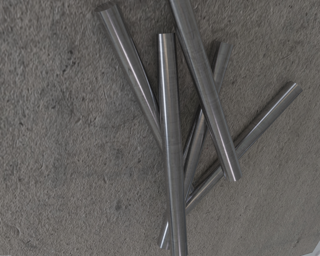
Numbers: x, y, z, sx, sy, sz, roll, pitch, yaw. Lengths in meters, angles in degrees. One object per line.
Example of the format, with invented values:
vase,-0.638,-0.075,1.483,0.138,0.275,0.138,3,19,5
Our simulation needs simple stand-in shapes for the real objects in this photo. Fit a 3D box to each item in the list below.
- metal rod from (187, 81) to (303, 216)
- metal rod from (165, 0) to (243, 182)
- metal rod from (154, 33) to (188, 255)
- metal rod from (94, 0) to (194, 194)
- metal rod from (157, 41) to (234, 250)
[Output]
metal rod,0.113,0.047,0.496,0.299,0.025,0.025,-49,129,6
metal rod,0.050,-0.057,0.362,0.025,0.025,0.299,-28,117,-11
metal rod,0.016,0.036,0.392,0.025,0.025,0.298,-12,110,-22
metal rod,-0.006,-0.012,0.396,0.025,0.025,0.299,-31,129,-9
metal rod,0.044,0.034,0.423,0.025,0.025,0.298,5,107,-31
